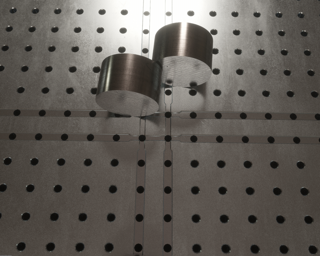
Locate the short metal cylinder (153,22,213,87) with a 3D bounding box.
[{"bbox_3d":[0.030,-0.096,0.418,0.080,0.080,0.050,5,70,1],"label":"short metal cylinder"}]

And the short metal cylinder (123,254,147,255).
[{"bbox_3d":[-0.030,0.179,0.333,0.081,0.050,0.080,0,70,0],"label":"short metal cylinder"}]

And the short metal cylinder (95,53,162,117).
[{"bbox_3d":[-0.039,-0.053,0.401,0.080,0.080,0.050,5,70,1],"label":"short metal cylinder"}]
